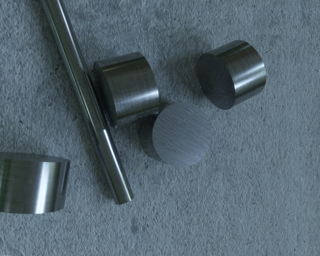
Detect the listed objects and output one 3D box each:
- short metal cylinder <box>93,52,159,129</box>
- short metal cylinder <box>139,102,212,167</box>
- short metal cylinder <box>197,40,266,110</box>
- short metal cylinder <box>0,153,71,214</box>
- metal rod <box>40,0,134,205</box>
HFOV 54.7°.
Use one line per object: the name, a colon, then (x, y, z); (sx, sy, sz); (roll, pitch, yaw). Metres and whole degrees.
short metal cylinder: (-0.041, -0.044, 0.365); (0.050, 0.080, 0.080); (-19, 97, -19)
short metal cylinder: (0.019, 0.008, 0.401); (0.081, 0.050, 0.079); (-1, 92, -22)
short metal cylinder: (0.093, -0.071, 0.414); (0.050, 0.080, 0.080); (-27, 99, -18)
short metal cylinder: (-0.140, 0.055, 0.328); (0.081, 0.080, 0.050); (8, 88, -20)
metal rod: (-0.093, -0.049, 0.374); (0.025, 0.025, 0.298); (-21, 97, -19)
